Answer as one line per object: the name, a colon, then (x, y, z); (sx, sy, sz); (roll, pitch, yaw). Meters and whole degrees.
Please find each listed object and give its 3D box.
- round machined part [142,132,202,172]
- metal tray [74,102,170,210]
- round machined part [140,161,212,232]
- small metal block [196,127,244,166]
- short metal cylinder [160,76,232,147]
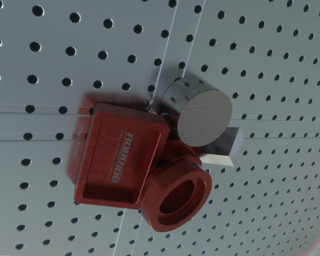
round machined part: (0.021, 0.058, 0.447); (0.099, 0.042, 0.097); (-14, 125, -21)
metal tray: (-0.051, 0.040, 0.392); (0.091, 0.030, 0.129); (11, 113, -18)
round machined part: (0.016, 0.083, 0.400); (0.099, 0.042, 0.097); (-23, 133, -27)
small metal block: (0.087, 0.025, 0.448); (0.025, 0.050, 0.050); (56, 50, -39)
short metal cylinder: (0.047, -0.022, 0.408); (0.081, 0.050, 0.079); (-14, 125, -21)
